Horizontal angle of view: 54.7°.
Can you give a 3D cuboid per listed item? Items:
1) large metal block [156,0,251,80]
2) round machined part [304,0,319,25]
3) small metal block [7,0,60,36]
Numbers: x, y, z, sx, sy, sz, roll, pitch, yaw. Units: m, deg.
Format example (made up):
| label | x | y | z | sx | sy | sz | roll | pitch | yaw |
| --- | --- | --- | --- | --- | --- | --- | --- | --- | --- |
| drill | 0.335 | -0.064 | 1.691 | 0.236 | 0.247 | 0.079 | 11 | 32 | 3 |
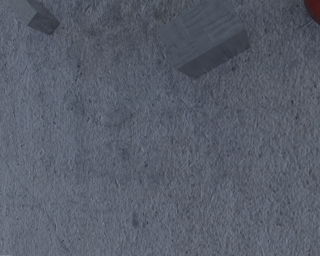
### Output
| label | x | y | z | sx | sy | sz | roll | pitch | yaw |
| --- | --- | --- | --- | --- | --- | --- | --- | --- | --- |
| large metal block | 0.054 | -0.103 | 0.361 | 0.080 | 0.080 | 0.050 | -29 | 81 | 18 |
| round machined part | 0.205 | -0.149 | 0.328 | 0.098 | 0.042 | 0.097 | 0 | 90 | 20 |
| small metal block | -0.187 | -0.170 | 0.462 | 0.025 | 0.050 | 0.050 | -47 | 76 | 14 |
